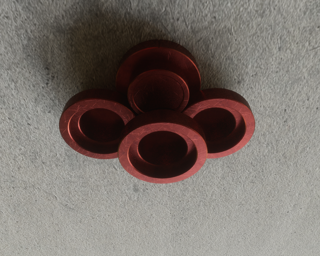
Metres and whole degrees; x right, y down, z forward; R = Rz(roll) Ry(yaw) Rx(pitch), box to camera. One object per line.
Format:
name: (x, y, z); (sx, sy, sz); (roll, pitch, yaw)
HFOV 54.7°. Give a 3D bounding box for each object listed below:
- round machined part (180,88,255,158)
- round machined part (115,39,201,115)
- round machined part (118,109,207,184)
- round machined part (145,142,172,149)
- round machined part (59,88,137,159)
round machined part: (0.065, -0.010, 0.390); (0.099, 0.042, 0.097); (-1, 130, 0)
round machined part: (-0.002, -0.048, 0.357); (0.099, 0.042, 0.097); (-1, 130, 0)
round machined part: (0.003, 0.017, 0.356); (0.099, 0.042, 0.097); (-1, 131, 0)
round machined part: (-0.003, 0.027, 0.421); (0.099, 0.042, 0.097); (-1, 130, 0)
round machined part: (-0.071, -0.009, 0.389); (0.099, 0.042, 0.097); (-1, 130, 0)
